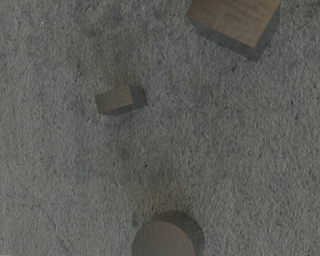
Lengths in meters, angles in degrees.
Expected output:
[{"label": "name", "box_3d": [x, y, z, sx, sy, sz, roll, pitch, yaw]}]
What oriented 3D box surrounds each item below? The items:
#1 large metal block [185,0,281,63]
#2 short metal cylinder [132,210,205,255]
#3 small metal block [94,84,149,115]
[{"label": "large metal block", "box_3d": [0.085, -0.121, 0.350, 0.080, 0.080, 0.050, 32, 100, 17]}, {"label": "short metal cylinder", "box_3d": [0.012, 0.150, 0.392, 0.080, 0.050, 0.080, 0, 90, 20]}, {"label": "small metal block", "box_3d": [-0.050, -0.036, 0.413, 0.050, 0.050, 0.025, -16, 85, 19]}]
